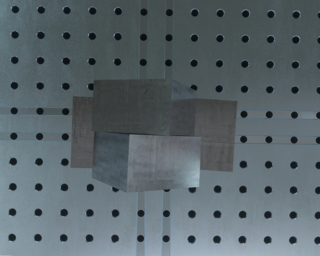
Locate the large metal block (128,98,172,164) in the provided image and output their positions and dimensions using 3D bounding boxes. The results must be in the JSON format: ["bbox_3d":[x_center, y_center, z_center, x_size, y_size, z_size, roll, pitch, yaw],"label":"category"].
[{"bbox_3d":[-0.006,0.005,0.399,0.081,0.050,0.079,3,90,-1],"label":"large metal block"}]

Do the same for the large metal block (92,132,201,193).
[{"bbox_3d":[-0.016,0.031,0.319,0.081,0.080,0.050,3,90,-34],"label":"large metal block"}]

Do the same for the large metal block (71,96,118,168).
[{"bbox_3d":[-0.073,0.005,0.385,0.050,0.080,0.079,2,90,0],"label":"large metal block"}]

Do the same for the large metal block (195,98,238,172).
[{"bbox_3d":[0.059,0.008,0.386,0.050,0.080,0.079,4,90,0],"label":"large metal block"}]

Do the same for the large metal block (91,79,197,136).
[{"bbox_3d":[-0.013,-0.019,0.322,0.080,0.080,0.050,3,90,22],"label":"large metal block"}]
